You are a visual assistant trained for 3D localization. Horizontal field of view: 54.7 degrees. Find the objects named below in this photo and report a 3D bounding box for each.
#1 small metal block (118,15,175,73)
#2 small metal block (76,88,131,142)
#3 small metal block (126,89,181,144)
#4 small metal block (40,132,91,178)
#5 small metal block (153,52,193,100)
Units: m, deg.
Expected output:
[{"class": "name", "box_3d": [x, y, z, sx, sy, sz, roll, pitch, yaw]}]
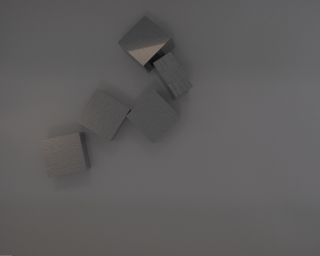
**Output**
[{"class": "small metal block", "box_3d": [-0.017, -0.109, 0.404, 0.050, 0.025, 0.050, -45, 72, 0]}, {"class": "small metal block", "box_3d": [-0.073, -0.017, 0.411, 0.050, 0.025, 0.050, 32, 90, 0]}, {"class": "small metal block", "box_3d": [-0.009, -0.015, 0.411, 0.050, 0.025, 0.050, -44, 90, 0]}, {"class": "small metal block", "box_3d": [-0.124, 0.035, 0.410, 0.050, 0.025, 0.050, -11, 90, 0]}, {"class": "small metal block", "box_3d": [0.016, -0.065, 0.399, 0.025, 0.050, 0.050, -33, 91, 0]}]
